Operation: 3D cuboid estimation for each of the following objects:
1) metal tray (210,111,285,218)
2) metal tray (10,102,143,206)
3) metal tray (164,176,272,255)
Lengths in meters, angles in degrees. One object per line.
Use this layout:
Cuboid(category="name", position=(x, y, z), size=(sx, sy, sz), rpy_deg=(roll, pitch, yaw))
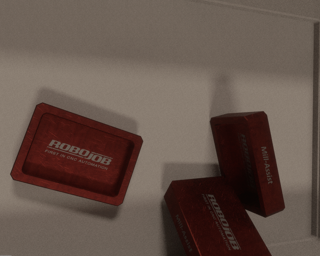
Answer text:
Cuboid(category="metal tray", position=(0.115, 0.045, 0.420), size=(0.030, 0.090, 0.129), rpy_deg=(-15, 95, -20))
Cuboid(category="metal tray", position=(-0.096, 0.033, 0.372), size=(0.131, 0.030, 0.090), rpy_deg=(20, 83, -19))
Cuboid(category="metal tray", position=(0.069, 0.123, 0.386), size=(0.091, 0.130, 0.030), rpy_deg=(-1, 134, -26))
